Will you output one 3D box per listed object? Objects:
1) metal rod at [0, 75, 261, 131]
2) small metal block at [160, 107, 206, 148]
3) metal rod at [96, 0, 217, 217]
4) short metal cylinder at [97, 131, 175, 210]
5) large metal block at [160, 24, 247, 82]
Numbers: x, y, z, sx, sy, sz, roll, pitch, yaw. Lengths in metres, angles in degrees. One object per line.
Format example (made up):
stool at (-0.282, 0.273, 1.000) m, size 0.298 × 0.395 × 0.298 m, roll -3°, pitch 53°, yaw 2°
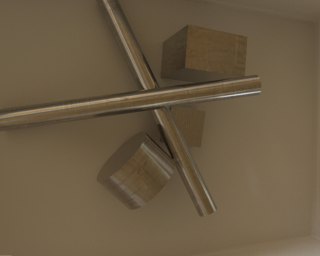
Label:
metal rod at (-0.031, -0.030, 0.360) m, size 0.302 × 0.025 × 0.025 m, roll -8°, pitch 93°, yaw -6°
small metal block at (0.031, -0.002, 0.423) m, size 0.050 × 0.025 × 0.050 m, roll 9°, pitch 87°, yaw -20°
metal rod at (-0.004, -0.029, 0.389) m, size 0.025 × 0.025 × 0.299 m, roll -26°, pitch 91°, yaw -18°
short metal cylinder at (-0.029, 0.050, 0.372) m, size 0.050 × 0.080 × 0.080 m, roll 46°, pitch 76°, yaw -15°
large metal block at (0.054, -0.090, 0.402) m, size 0.081 × 0.080 × 0.050 m, roll 5°, pitch 89°, yaw -20°
